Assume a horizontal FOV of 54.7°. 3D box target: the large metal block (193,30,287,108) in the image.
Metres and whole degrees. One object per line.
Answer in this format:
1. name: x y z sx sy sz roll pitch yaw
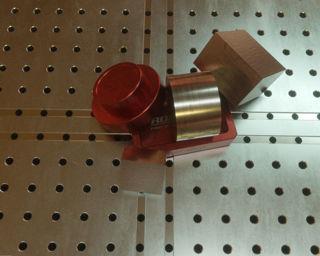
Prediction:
1. large metal block: 0.105 -0.081 0.404 0.081 0.050 0.080 -23 68 -47

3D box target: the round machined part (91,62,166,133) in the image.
1. round machined part: -0.046 -0.045 0.395 0.098 0.042 0.098 -13 53 19

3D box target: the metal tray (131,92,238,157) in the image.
1. metal tray: 0.026 -0.013 0.411 0.131 0.030 0.090 -10 70 -4

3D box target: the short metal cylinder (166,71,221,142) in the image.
1. short metal cylinder: 0.038 -0.026 0.375 0.050 0.080 0.080 -8 70 -4

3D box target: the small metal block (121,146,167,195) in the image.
1. small metal block: -0.020 0.051 0.373 0.050 0.050 0.025 7 36 3
